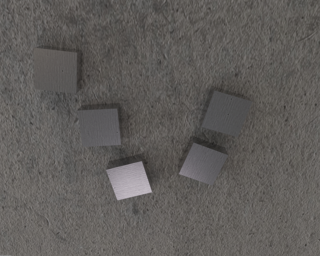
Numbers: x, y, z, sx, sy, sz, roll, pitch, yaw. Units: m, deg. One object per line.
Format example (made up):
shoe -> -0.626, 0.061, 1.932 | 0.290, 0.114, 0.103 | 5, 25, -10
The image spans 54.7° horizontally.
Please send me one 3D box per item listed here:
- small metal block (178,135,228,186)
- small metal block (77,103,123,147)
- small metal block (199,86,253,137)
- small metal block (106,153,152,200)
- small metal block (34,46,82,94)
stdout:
small metal block -> 0.058, 0.045, 0.427 | 0.050, 0.025, 0.050 | 20, 109, -8
small metal block -> -0.077, -0.004, 0.407 | 0.050, 0.025, 0.050 | -3, 110, 1
small metal block -> 0.084, -0.021, 0.403 | 0.050, 0.025, 0.050 | 16, 109, -6
small metal block -> -0.042, 0.068, 0.434 | 0.050, 0.025, 0.050 | -14, 110, 5
small metal block -> -0.125, -0.072, 0.382 | 0.050, 0.025, 0.050 | 6, 110, -3
